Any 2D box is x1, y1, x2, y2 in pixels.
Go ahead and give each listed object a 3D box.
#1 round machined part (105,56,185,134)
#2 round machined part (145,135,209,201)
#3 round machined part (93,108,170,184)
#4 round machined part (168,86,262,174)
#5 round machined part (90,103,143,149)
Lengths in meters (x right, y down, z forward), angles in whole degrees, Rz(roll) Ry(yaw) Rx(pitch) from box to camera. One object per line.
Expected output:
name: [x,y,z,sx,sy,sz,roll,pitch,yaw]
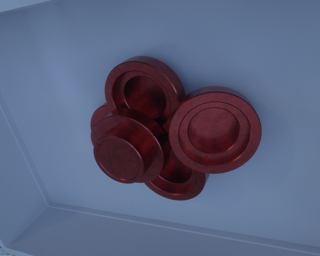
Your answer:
round machined part: [-0.014,-0.040,0.377,0.098,0.042,0.097,13,124,20]
round machined part: [0.019,0.045,0.412,0.098,0.042,0.097,13,124,20]
round machined part: [-0.041,0.029,0.377,0.098,0.042,0.097,13,124,20]
round machined part: [0.060,-0.001,0.349,0.099,0.042,0.097,2,114,4]
round machined part: [-0.056,0.012,0.428,0.098,0.042,0.097,13,124,20]
